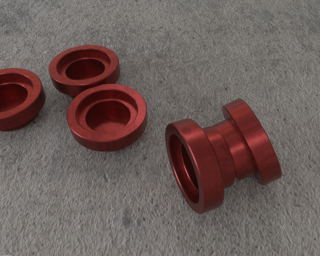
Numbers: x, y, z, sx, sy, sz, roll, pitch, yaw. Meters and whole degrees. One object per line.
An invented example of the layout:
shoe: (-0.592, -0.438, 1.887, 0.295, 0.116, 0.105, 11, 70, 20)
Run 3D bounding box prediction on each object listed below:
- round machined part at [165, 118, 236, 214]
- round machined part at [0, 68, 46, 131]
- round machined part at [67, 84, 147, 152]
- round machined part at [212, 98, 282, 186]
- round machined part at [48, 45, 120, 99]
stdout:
round machined part: (0.043, 0.036, 0.326, 0.042, 0.097, 0.098, -17, 52, -13)
round machined part: (-0.205, -0.034, 0.419, 0.099, 0.042, 0.098, 0, 50, 0)
round machined part: (-0.065, -0.009, 0.399, 0.099, 0.042, 0.098, 0, 50, 0)
round machined part: (0.090, 0.020, 0.345, 0.042, 0.098, 0.098, -26, 52, 6)
round machined part: (-0.107, -0.077, 0.454, 0.099, 0.042, 0.098, -1, 47, 1)
